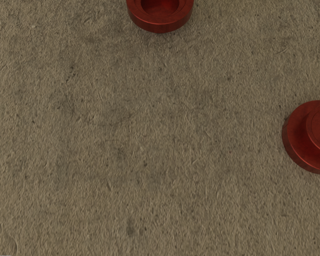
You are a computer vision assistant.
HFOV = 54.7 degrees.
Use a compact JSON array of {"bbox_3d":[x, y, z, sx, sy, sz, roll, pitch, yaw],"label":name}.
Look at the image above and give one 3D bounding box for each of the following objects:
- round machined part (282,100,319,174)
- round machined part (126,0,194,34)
[{"bbox_3d":[0.213,0.008,0.397,0.099,0.042,0.098,0,70,0],"label":"round machined part"},{"bbox_3d":[0.000,-0.183,0.466,0.099,0.042,0.098,0,70,0],"label":"round machined part"}]
